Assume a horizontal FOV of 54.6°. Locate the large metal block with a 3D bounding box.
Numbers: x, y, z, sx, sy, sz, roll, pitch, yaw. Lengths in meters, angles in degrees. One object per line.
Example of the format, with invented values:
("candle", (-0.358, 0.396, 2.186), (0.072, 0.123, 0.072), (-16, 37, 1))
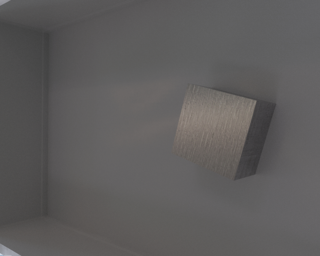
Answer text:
("large metal block", (0.067, 0.001, 0.336), (0.080, 0.050, 0.080), (21, 104, 38))
